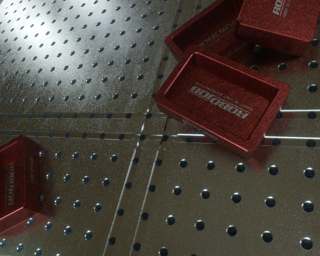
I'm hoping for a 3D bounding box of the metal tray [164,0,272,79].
[{"bbox_3d":[0.082,-0.134,0.443,0.130,0.030,0.090,-35,51,4],"label":"metal tray"}]

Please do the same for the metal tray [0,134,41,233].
[{"bbox_3d":[-0.231,0.084,0.471,0.090,0.030,0.130,-28,52,9],"label":"metal tray"}]

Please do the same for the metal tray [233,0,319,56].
[{"bbox_3d":[0.158,-0.163,0.401,0.090,0.030,0.130,19,70,10],"label":"metal tray"}]

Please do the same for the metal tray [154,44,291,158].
[{"bbox_3d":[0.071,-0.035,0.366,0.130,0.030,0.090,30,78,21],"label":"metal tray"}]
